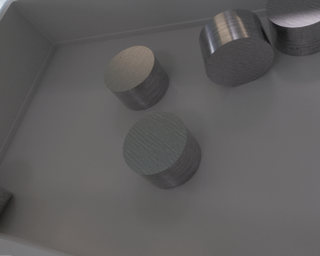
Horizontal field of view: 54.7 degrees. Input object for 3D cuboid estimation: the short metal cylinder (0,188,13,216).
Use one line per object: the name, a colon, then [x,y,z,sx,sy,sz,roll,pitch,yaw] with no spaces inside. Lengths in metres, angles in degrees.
short metal cylinder: [-0.265,0.102,0.448,0.080,0.080,0.050,11,68,33]

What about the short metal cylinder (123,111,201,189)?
short metal cylinder: [0.003,0.027,0.371,0.080,0.050,0.080,-13,56,21]

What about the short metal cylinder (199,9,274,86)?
short metal cylinder: [0.092,-0.097,0.381,0.080,0.080,0.050,-18,55,18]

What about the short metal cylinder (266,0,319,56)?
short metal cylinder: [0.176,-0.136,0.381,0.080,0.050,0.080,-13,56,21]

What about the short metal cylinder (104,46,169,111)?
short metal cylinder: [-0.034,-0.072,0.452,0.080,0.050,0.080,-13,56,21]
